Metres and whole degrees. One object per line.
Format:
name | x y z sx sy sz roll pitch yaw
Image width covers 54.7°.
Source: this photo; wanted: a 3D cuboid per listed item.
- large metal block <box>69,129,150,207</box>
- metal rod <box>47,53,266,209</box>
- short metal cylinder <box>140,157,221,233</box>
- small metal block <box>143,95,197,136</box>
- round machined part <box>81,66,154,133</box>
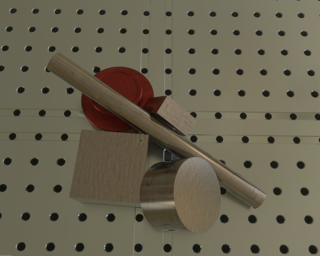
large metal block | -0.057 0.051 0.377 0.081 0.050 0.080 5 70 1
metal rod | -0.002 0.004 0.376 0.301 0.025 0.025 34 73 -2
short metal cylinder | 0.024 0.075 0.348 0.081 0.050 0.080 15 69 -43
small metal block | 0.009 -0.015 0.394 0.050 0.050 0.025 38 74 -24
round machined part | -0.057 -0.041 0.417 0.099 0.042 0.098 0 70 -1
